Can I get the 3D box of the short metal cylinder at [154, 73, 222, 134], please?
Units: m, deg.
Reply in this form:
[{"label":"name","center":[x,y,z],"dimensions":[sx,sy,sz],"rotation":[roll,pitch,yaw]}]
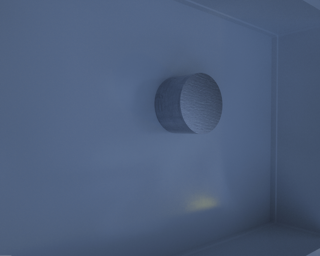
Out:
[{"label":"short metal cylinder","center":[0.040,-0.032,0.422],"dimensions":[0.081,0.050,0.080],"rotation":[0,90,-40]}]
